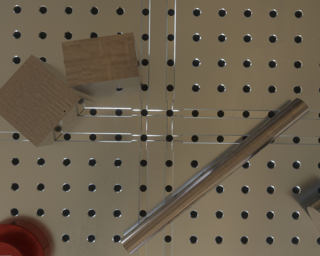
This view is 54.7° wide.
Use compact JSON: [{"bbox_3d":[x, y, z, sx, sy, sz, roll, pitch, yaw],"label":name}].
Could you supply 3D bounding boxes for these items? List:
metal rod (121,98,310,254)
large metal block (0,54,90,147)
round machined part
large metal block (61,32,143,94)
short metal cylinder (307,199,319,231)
[{"bbox_3d":[0.073,0.063,0.413,0.300,0.025,0.025,-39,90,0],"label":"metal rod"},{"bbox_3d":[-0.152,-0.033,0.400,0.080,0.050,0.080,42,90,0],"label":"large metal block"},{"bbox_3d":[-0.200,0.174,0.403,0.099,0.042,0.097,0,90,0],"label":"round machined part"},{"bbox_3d":[-0.066,-0.077,0.385,0.080,0.080,0.050,-8,90,0],"label":"large metal block"},{"bbox_3d":[0.235,0.119,0.388,0.050,0.080,0.080,-35,90,0],"label":"short metal cylinder"}]
